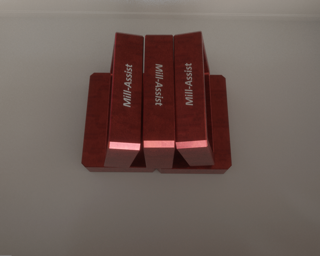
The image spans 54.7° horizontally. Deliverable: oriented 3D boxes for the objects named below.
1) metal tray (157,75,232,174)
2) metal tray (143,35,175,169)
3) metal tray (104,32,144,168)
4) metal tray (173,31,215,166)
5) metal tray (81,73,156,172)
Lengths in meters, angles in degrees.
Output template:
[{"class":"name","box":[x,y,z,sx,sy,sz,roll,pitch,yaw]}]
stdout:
[{"class":"metal tray","box":[0.042,-0.007,0.408,0.091,0.030,0.130,1,70,0]},{"class":"metal tray","box":[-0.001,-0.027,0.350,0.030,0.090,0.130,0,68,0]},{"class":"metal tray","box":[-0.042,-0.028,0.348,0.030,0.090,0.130,5,70,-12]},{"class":"metal tray","box":[0.040,-0.029,0.350,0.030,0.090,0.130,-5,70,14]},{"class":"metal tray","box":[-0.049,-0.009,0.407,0.091,0.030,0.130,1,70,0]}]
